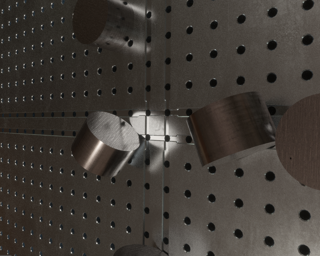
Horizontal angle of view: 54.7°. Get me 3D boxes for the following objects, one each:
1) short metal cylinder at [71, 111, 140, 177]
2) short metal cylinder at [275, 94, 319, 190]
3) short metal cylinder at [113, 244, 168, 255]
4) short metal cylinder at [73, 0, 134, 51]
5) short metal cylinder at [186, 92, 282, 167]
[{"bbox_3d":[-0.075,0.022,0.433,0.080,0.081,0.050,50,119,28],"label":"short metal cylinder"},{"bbox_3d":[0.150,0.011,0.269,0.080,0.050,0.079,0,90,39],"label":"short metal cylinder"},{"bbox_3d":[-0.025,0.193,0.392,0.080,0.081,0.050,21,103,38],"label":"short metal cylinder"},{"bbox_3d":[-0.085,-0.160,0.460,0.080,0.050,0.079,0,90,39],"label":"short metal cylinder"},{"bbox_3d":[0.073,0.004,0.312,0.080,0.081,0.050,-28,73,36],"label":"short metal cylinder"}]
